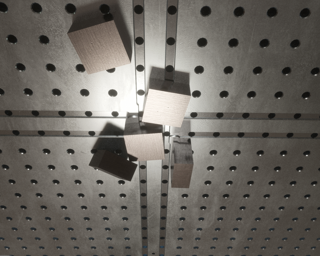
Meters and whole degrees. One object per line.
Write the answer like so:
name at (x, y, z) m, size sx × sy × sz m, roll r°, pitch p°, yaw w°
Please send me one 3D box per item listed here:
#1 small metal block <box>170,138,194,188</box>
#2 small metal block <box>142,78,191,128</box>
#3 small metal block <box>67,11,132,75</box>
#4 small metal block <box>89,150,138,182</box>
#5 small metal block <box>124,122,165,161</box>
small metal block at (0.030, 0.049, 0.438) m, size 0.025 × 0.050 × 0.050 m, roll 2°, pitch 130°, yaw -3°
small metal block at (0.007, -0.031, 0.386) m, size 0.050 × 0.025 × 0.050 m, roll 9°, pitch 130°, yaw -8°
small metal block at (-0.063, -0.091, 0.334) m, size 0.050 × 0.025 × 0.050 m, roll -13°, pitch 129°, yaw 10°
small metal block at (-0.067, 0.052, 0.438) m, size 0.050 × 0.025 × 0.050 m, roll 28°, pitch 165°, yaw -23°
small metal block at (-0.020, 0.019, 0.428) m, size 0.050 × 0.025 × 0.050 m, roll -4°, pitch 130°, yaw 3°
